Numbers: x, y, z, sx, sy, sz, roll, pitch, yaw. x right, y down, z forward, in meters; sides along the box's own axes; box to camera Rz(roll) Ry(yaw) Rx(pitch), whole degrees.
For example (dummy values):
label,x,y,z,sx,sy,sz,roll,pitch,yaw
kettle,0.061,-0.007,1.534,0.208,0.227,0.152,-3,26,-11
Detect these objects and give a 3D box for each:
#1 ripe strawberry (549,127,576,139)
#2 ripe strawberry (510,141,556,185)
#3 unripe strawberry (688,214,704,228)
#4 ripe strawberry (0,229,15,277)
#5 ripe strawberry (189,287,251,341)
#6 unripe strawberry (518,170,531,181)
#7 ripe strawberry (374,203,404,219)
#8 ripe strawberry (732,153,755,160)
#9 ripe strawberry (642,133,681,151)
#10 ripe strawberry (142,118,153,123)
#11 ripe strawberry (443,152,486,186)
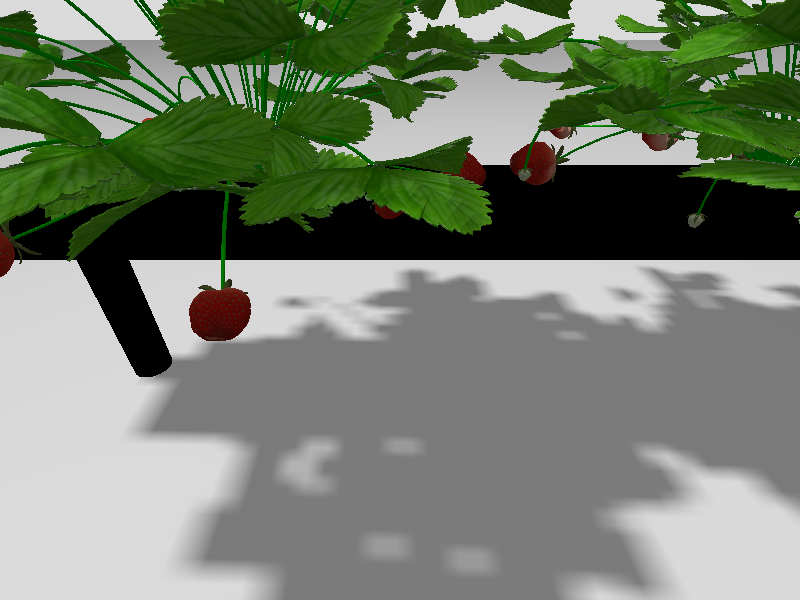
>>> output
label,x,y,z,sx,sy,sz,roll,pitch,yaw
ripe strawberry,0.201,-0.220,0.498,0.038,0.034,0.034,-22,40,-28
ripe strawberry,0.115,-0.120,0.352,0.037,0.036,0.040,1,35,2
unripe strawberry,0.207,-0.055,0.281,0.010,0.010,0.009,-22,40,-28
ripe strawberry,-0.236,-0.026,0.218,0.038,0.033,0.038,23,41,30
ripe strawberry,-0.080,0.007,0.179,0.027,0.024,0.024,-6,-41,-9
unripe strawberry,0.102,-0.103,0.329,0.010,0.010,0.009,-3,35,-4
ripe strawberry,-0.005,-0.070,0.290,0.025,0.024,0.027,20,39,25
ripe strawberry,0.354,-0.153,0.409,0.023,0.026,0.025,10,35,14
ripe strawberry,0.296,-0.194,0.459,0.040,0.042,0.043,-8,35,-11
ripe strawberry,-0.296,-0.203,0.481,0.031,0.030,0.028,22,40,37
ripe strawberry,0.052,-0.103,0.327,0.036,0.036,0.040,5,35,6
